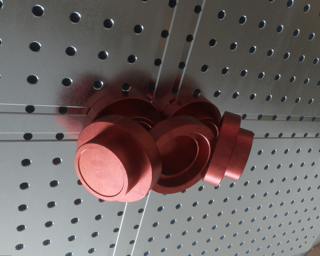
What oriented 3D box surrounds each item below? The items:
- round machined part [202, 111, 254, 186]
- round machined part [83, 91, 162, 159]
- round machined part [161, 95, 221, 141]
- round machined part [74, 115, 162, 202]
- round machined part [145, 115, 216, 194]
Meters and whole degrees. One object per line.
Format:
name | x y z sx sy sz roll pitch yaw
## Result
round machined part | 0.090 0.030 0.404 0.042 0.098 0.097 18 115 8
round machined part | -0.041 0.007 0.383 0.099 0.042 0.097 -14 125 -21
round machined part | 0.045 0.007 0.430 0.099 0.042 0.097 -14 125 -21
round machined part | -0.051 0.038 0.331 0.042 0.098 0.097 -39 144 -55
round machined part | 0.016 0.028 0.372 0.099 0.042 0.097 -14 125 -21
